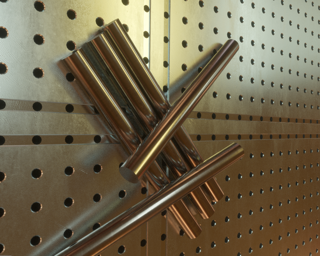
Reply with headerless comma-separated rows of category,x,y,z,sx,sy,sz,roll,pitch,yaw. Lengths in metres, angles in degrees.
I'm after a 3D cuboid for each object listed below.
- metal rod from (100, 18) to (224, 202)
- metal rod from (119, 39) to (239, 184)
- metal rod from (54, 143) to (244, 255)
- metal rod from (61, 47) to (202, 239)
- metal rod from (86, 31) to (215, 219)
metal rod,0.015,-0.007,0.423,0.025,0.025,0.299,-48,119,-29
metal rod,0.043,-0.042,0.421,0.301,0.025,0.025,-51,121,-37
metal rod,-0.006,0.093,0.379,0.302,0.025,0.025,-27,108,-28
metal rod,-0.022,0.036,0.392,0.025,0.025,0.299,-47,118,-30
metal rod,0.000,0.013,0.411,0.025,0.025,0.299,-47,118,-30
